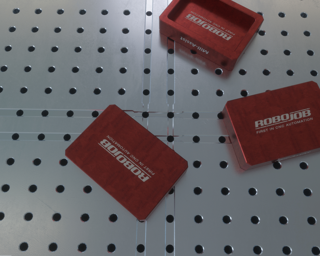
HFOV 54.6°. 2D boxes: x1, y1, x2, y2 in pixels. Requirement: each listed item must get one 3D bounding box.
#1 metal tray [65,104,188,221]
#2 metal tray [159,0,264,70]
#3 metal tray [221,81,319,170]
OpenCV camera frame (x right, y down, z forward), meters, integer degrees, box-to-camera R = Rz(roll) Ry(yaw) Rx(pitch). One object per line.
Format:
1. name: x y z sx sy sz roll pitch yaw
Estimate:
1. metal tray: -0.041 0.042 0.394 0.130 0.030 0.090 38 74 12
2. metal tray: 0.075 -0.156 0.466 0.130 0.030 0.090 32 73 11
3. metal tray: 0.159 -0.004 0.412 0.131 0.030 0.090 -14 71 -5
